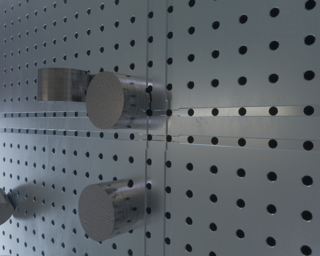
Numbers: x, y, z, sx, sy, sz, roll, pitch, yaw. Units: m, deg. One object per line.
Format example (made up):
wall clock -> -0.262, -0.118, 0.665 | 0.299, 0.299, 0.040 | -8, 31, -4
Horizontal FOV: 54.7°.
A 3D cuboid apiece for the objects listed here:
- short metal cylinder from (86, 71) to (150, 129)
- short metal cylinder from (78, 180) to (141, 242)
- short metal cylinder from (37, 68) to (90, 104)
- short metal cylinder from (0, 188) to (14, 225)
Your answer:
short metal cylinder -> -0.061, -0.038, 0.444 | 0.080, 0.050, 0.079 | 0, 90, 40
short metal cylinder -> -0.075, 0.119, 0.455 | 0.080, 0.050, 0.079 | 0, 90, 40
short metal cylinder -> -0.155, -0.066, 0.502 | 0.080, 0.081, 0.050 | 2, 91, 40
short metal cylinder -> -0.374, 0.177, 0.683 | 0.050, 0.081, 0.080 | 43, 116, 31
